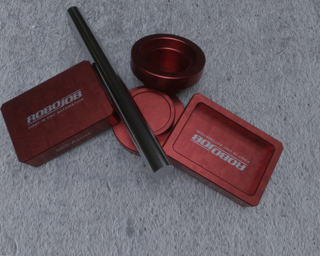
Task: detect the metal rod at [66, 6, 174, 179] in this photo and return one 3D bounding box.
[{"bbox_3d":[-0.064,-0.064,0.397,0.025,0.025,0.299,-26,59,-9],"label":"metal rod"}]

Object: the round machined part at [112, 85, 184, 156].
[{"bbox_3d":[-0.015,-0.014,0.406,0.099,0.042,0.098,0,70,0],"label":"round machined part"}]

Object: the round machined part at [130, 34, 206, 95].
[{"bbox_3d":[0.009,-0.083,0.419,0.099,0.042,0.098,4,48,-5],"label":"round machined part"}]

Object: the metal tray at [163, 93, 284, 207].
[{"bbox_3d":[0.076,0.027,0.386,0.130,0.030,0.090,31,72,0],"label":"metal tray"}]

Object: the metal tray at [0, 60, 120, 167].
[{"bbox_3d":[-0.129,-0.019,0.401,0.130,0.030,0.090,-29,70,-1],"label":"metal tray"}]
